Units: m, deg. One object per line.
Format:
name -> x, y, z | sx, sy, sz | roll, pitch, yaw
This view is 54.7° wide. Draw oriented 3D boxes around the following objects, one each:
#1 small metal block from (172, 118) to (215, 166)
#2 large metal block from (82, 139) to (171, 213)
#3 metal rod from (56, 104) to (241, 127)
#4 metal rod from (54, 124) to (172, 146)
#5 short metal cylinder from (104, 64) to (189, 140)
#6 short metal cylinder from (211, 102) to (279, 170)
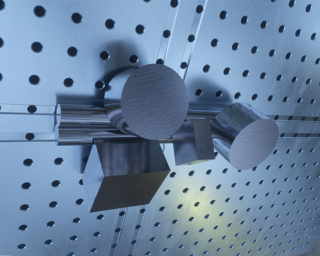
small metal block -> 0.040, 0.019, 0.388 | 0.025, 0.050, 0.050 | 1, 76, -29
large metal block -> -0.045, 0.058, 0.384 | 0.081, 0.050, 0.079 | -1, 139, -28
metal rod -> 0.022, -0.013, 0.411 | 0.303, 0.025, 0.025 | 0, 118, -29
metal rod -> 0.016, 0.009, 0.421 | 0.303, 0.025, 0.025 | 0, 118, -29
short metal cylinder -> -0.015, -0.029, 0.346 | 0.081, 0.050, 0.079 | -3, 96, -29
short metal cylinder -> 0.114, 0.011, 0.428 | 0.081, 0.050, 0.079 | -14, 124, -21
